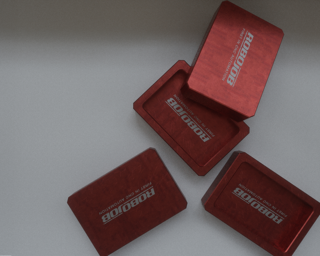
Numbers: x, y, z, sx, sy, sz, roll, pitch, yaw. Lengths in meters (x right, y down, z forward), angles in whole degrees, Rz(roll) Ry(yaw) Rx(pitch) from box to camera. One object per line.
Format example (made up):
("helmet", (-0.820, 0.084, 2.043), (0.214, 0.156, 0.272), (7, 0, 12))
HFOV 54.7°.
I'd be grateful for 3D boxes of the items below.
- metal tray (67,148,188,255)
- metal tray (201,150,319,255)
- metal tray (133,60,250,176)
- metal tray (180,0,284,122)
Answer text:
("metal tray", (-0.042, 0.095, 0.408), (0.130, 0.030, 0.090), (-31, 90, -1))
("metal tray", (0.133, 0.101, 0.410), (0.130, 0.030, 0.090), (34, 90, -1))
("metal tray", (0.040, -0.013, 0.409), (0.090, 0.030, 0.130), (-44, 91, 0))
("metal tray", (0.092, -0.084, 0.390), (0.090, 0.030, 0.130), (26, 75, -6))
